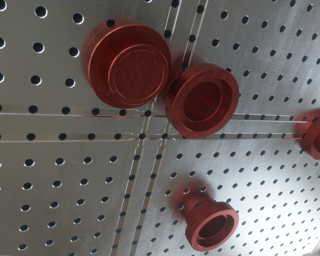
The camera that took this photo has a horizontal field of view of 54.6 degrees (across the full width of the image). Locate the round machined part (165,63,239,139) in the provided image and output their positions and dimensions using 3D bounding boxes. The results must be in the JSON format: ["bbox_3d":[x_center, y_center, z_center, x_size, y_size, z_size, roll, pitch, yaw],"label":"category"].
[{"bbox_3d":[0.050,-0.038,0.404,0.099,0.042,0.097,-14,124,-21],"label":"round machined part"}]

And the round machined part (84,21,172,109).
[{"bbox_3d":[-0.030,-0.065,0.343,0.099,0.042,0.097,-14,124,-21],"label":"round machined part"}]

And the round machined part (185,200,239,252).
[{"bbox_3d":[0.088,0.168,0.551,0.099,0.042,0.097,-14,124,-21],"label":"round machined part"}]

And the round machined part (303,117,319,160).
[{"bbox_3d":[0.325,0.021,0.590,0.099,0.042,0.097,-14,124,-21],"label":"round machined part"}]
